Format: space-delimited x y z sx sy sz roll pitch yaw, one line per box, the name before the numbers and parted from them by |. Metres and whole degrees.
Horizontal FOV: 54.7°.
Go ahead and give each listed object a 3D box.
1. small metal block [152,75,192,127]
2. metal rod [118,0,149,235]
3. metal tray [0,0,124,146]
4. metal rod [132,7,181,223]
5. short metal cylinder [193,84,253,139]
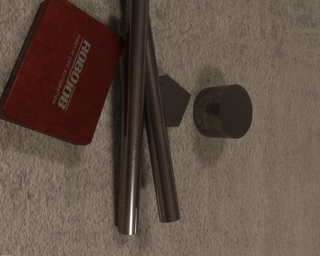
small metal block | 0.009 -0.035 0.415 0.050 0.025 0.050 35 68 -35
metal rod | -0.031 -0.024 0.355 0.025 0.025 0.298 -3 100 -40
metal tray | -0.097 -0.056 0.321 0.090 0.030 0.130 26 74 -37
metal rod | -0.011 -0.040 0.371 0.025 0.025 0.298 -6 86 -40
short metal cylinder | 0.096 -0.024 0.472 0.081 0.050 0.079 0 90 -40
